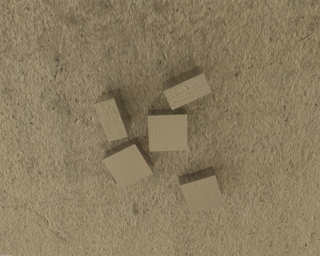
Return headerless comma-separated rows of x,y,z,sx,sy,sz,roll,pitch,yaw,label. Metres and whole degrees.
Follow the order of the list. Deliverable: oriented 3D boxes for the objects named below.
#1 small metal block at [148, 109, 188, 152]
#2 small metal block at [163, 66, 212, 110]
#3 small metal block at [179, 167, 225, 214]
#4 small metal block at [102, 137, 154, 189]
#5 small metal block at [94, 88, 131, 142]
0.010,0.003,0.411,0.050,0.025,0.050,-2,110,0,small metal block
0.032,-0.050,0.378,0.050,0.050,0.025,-24,109,8,small metal block
0.059,0.089,0.443,0.050,0.025,0.050,-18,109,6,small metal block
-0.043,0.048,0.427,0.050,0.025,0.050,-27,108,9,small metal block
-0.058,-0.017,0.389,0.025,0.050,0.050,-16,110,6,small metal block
